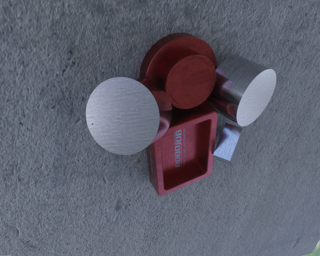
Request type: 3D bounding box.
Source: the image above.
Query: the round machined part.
[{"bbox_3d":[0.028,-0.062,0.375,0.099,0.042,0.097,-14,124,-21],"label":"round machined part"}]

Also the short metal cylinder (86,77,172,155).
[{"bbox_3d":[-0.032,-0.015,0.337,0.080,0.080,0.050,-61,170,15],"label":"short metal cylinder"}]

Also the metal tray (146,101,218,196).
[{"bbox_3d":[0.029,0.030,0.425,0.091,0.030,0.129,-20,136,-17],"label":"metal tray"}]

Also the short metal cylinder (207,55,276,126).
[{"bbox_3d":[0.106,-0.049,0.406,0.081,0.050,0.079,-29,138,-30],"label":"short metal cylinder"}]

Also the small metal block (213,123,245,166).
[{"bbox_3d":[0.103,0.025,0.458,0.050,0.025,0.050,-67,157,-8],"label":"small metal block"}]
